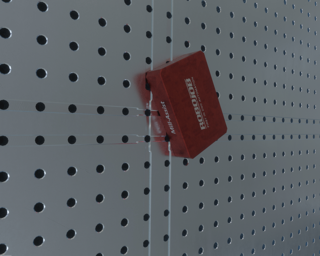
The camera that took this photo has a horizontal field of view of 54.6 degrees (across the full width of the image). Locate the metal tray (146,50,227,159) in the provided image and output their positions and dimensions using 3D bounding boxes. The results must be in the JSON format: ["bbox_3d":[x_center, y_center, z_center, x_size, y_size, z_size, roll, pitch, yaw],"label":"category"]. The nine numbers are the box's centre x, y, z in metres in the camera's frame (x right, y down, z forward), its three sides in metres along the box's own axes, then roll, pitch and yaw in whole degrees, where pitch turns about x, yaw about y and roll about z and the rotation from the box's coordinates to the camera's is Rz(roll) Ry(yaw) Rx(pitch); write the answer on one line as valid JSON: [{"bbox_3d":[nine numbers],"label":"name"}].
[{"bbox_3d":[0.042,-0.033,0.440,0.091,0.030,0.129,-33,110,-35],"label":"metal tray"}]
